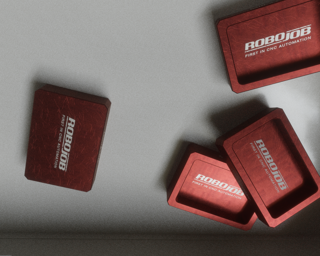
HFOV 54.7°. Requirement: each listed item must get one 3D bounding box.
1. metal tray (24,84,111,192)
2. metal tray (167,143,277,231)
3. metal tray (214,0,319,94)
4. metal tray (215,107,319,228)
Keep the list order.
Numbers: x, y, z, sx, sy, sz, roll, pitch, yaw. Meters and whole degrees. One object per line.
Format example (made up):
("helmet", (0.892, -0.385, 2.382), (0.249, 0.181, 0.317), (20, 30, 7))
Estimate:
("metal tray", (-0.123, 0.015, 0.413), (0.091, 0.030, 0.129), (14, 110, -5))
("metal tray", (0.085, 0.085, 0.440), (0.131, 0.030, 0.089), (20, 109, -8))
("metal tray", (0.139, -0.102, 0.365), (0.130, 0.030, 0.090), (-15, 110, 11))
("metal tray", (0.143, 0.050, 0.401), (0.090, 0.030, 0.130), (-31, 95, -6))
